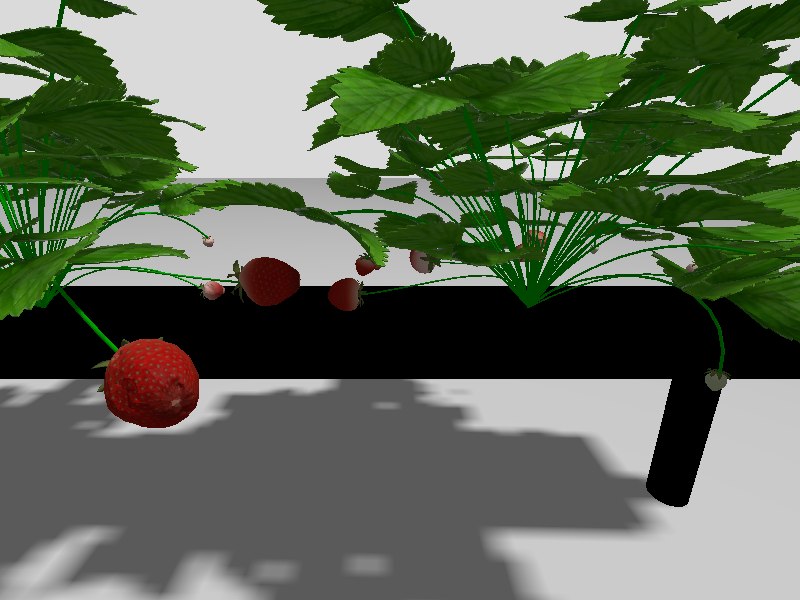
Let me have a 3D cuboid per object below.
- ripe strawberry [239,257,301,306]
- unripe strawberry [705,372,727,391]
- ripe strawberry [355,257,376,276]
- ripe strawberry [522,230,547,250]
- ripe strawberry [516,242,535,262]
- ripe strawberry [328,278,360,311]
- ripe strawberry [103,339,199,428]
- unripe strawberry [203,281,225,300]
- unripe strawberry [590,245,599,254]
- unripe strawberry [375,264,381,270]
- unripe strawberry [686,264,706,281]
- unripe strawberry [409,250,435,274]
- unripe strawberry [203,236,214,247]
[{"bbox_3d":[-0.119,-0.018,0.371,0.052,0.045,0.052,0,19,-2],"label":"ripe strawberry"},{"bbox_3d":[0.176,0.045,0.223,0.011,0.011,0.010,-7,20,-19],"label":"unripe strawberry"},{"bbox_3d":[-0.041,-0.040,0.476,0.023,0.023,0.025,36,33,22],"label":"ripe strawberry"},{"bbox_3d":[0.202,-0.088,0.601,0.034,0.036,0.037,6,19,17],"label":"ripe strawberry"},{"bbox_3d":[0.168,-0.064,0.535,0.032,0.027,0.032,5,12,14],"label":"ripe strawberry"},{"bbox_3d":[-0.050,-0.005,0.360,0.029,0.030,0.026,-1,19,-2],"label":"ripe strawberry"},{"bbox_3d":[-0.119,0.043,0.196,0.044,0.046,0.040,16,24,37],"label":"ripe strawberry"},{"bbox_3d":[-0.181,-0.009,0.389,0.019,0.019,0.021,0,19,-9],"label":"unripe strawberry"},{"bbox_3d":[0.260,-0.067,0.536,0.011,0.011,0.010,14,23,36],"label":"unripe strawberry"},{"bbox_3d":[-0.027,-0.044,0.488,0.015,0.015,0.014,15,24,38],"label":"unripe strawberry"},{"bbox_3d":[0.324,-0.027,0.437,0.023,0.023,0.025,-7,20,-18],"label":"unripe strawberry"},{"bbox_3d":[0.028,-0.052,0.486,0.033,0.038,0.036,-13,22,-34],"label":"unripe strawberry"},{"bbox_3d":[-0.304,-0.092,0.637,0.015,0.017,0.017,2,-43,5],"label":"unripe strawberry"}]
